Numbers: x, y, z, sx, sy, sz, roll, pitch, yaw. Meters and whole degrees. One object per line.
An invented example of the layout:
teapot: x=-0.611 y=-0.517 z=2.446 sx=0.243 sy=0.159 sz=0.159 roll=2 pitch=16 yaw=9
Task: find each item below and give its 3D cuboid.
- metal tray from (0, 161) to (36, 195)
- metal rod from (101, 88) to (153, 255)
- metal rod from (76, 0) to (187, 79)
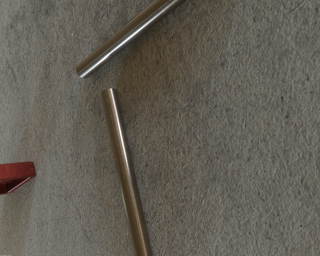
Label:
metal tray: x=-0.324 y=0.107 z=0.625 sx=0.130 sy=0.091 sz=0.030 roll=-30 pitch=72 yaw=35
metal rod: x=-0.043 y=0.088 z=0.438 sx=0.025 sy=0.025 sz=0.299 roll=-22 pitch=77 yaw=37
metal rod: x=-0.019 y=-0.146 z=0.418 sx=0.299 sy=0.025 sz=0.025 roll=-27 pitch=74 yaw=36
